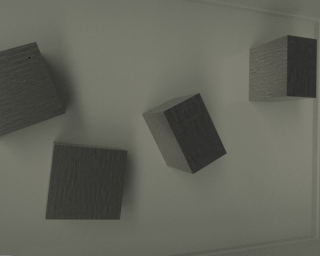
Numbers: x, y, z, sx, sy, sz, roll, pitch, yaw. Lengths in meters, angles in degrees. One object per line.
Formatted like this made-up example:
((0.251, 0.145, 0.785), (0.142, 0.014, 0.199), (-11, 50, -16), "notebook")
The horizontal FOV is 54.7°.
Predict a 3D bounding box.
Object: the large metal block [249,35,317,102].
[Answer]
((0.175, -0.081, 0.448), (0.050, 0.080, 0.079), (1, 90, -20), "large metal block")

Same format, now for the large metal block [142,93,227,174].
((0.028, 0.006, 0.393), (0.050, 0.080, 0.080), (-29, 100, -18), "large metal block")

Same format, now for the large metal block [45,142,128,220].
((-0.088, 0.061, 0.365), (0.081, 0.050, 0.080), (7, 88, -20), "large metal block")

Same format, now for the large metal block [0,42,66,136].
((-0.159, -0.039, 0.338), (0.081, 0.050, 0.080), (-23, 98, -19), "large metal block")
